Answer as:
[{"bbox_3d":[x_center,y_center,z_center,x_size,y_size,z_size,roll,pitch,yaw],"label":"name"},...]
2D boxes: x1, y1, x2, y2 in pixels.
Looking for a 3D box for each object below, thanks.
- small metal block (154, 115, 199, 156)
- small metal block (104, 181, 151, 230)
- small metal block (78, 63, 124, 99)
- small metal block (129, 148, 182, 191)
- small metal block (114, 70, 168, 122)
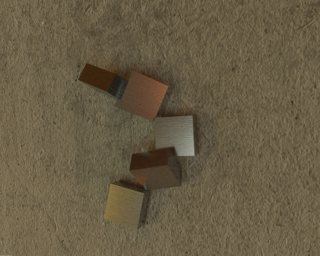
[{"bbox_3d":[0.022,0.010,0.401,0.050,0.025,0.050,-3,89,19],"label":"small metal block"},{"bbox_3d":[-0.044,0.104,0.425,0.050,0.025,0.050,12,94,19],"label":"small metal block"},{"bbox_3d":[-0.071,-0.059,0.416,0.050,0.050,0.025,24,87,25],"label":"small metal block"},{"bbox_3d":[-0.004,0.054,0.395,0.050,0.050,0.025,-11,47,19],"label":"small metal block"},{"bbox_3d":[-0.024,-0.042,0.402,0.050,0.025,0.050,21,93,-21],"label":"small metal block"}]
